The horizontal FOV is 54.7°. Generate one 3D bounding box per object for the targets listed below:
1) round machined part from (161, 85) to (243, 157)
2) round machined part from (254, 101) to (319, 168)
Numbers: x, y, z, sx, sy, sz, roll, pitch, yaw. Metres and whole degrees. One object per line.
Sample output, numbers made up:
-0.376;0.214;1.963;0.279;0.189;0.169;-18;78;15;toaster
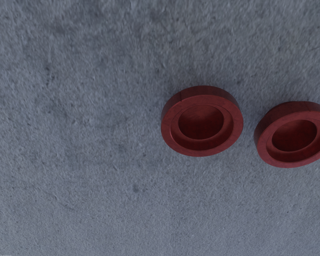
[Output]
0.050;-0.013;0.386;0.099;0.042;0.097;-1;130;0;round machined part
0.171;0.004;0.402;0.099;0.042;0.097;-1;130;0;round machined part
